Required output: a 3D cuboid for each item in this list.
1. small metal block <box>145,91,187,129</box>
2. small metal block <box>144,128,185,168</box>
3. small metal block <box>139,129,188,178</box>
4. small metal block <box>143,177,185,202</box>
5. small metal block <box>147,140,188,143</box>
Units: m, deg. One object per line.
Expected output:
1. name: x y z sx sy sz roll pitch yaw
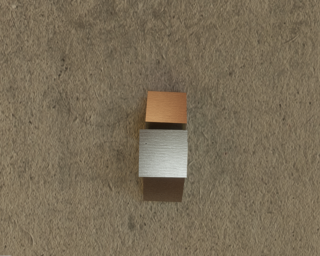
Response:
1. small metal block: 0.008 -0.020 0.399 0.050 0.025 0.050 3 54 0
2. small metal block: 0.006 0.026 0.412 0.050 0.025 0.050 2 90 -1
3. small metal block: 0.003 0.027 0.336 0.050 0.025 0.050 1 90 -1
4. small metal block: 0.004 0.069 0.399 0.050 0.025 0.050 2 131 -1
5. small metal block: 0.006 0.027 0.373 0.050 0.050 0.025 2 90 -1
